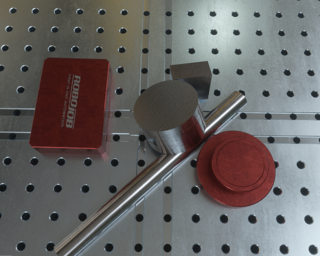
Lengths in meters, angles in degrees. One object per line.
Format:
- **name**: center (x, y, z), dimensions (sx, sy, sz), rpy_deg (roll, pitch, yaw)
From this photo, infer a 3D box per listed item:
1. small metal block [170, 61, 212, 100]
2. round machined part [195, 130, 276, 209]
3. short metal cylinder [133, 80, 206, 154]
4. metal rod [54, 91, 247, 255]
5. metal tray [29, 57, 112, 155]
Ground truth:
- **small metal block**: center (0.040, -0.061, 0.419), dimensions (0.050, 0.050, 0.025), rpy_deg (-7, 58, -3)
- **round machined part**: center (0.095, 0.049, 0.386), dimensions (0.099, 0.042, 0.098), rpy_deg (0, 70, -1)
- **short metal cylinder**: center (0.013, -0.014, 0.389), dimensions (0.080, 0.050, 0.080), rpy_deg (-10, 51, 13)
- **metal rod**: center (-0.002, 0.052, 0.392), dimensions (0.301, 0.025, 0.025), rpy_deg (-40, 75, -14)
- **metal tray**: center (-0.116, -0.031, 0.419), dimensions (0.091, 0.030, 0.130), rpy_deg (2, 70, 0)
